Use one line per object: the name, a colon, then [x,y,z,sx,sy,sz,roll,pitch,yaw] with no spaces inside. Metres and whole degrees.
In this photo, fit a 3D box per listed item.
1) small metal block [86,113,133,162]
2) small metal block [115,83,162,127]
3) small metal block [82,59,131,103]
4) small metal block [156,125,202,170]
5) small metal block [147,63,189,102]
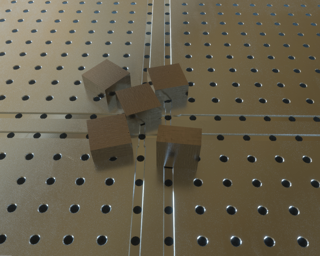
small metal block: [-0.064,0.012,0.397,0.050,0.025,0.050,-11,51,-9]
small metal block: [-0.030,-0.033,0.435,0.050,0.025,0.050,-17,52,-14]
small metal block: [-0.080,-0.072,0.467,0.050,0.025,0.050,34,57,24]
small metal block: [0.022,0.024,0.372,0.050,0.050,0.025,5,50,4]
small metal block: [0.011,-0.068,0.465,0.050,0.025,0.050,-11,51,-10]
